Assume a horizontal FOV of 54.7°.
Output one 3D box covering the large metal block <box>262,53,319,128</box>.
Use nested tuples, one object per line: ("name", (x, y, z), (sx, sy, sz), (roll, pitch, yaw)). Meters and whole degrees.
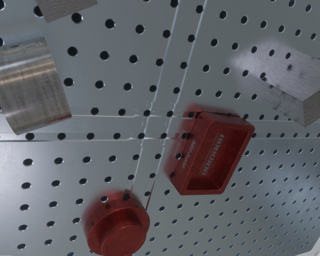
("large metal block", (0.212, -0.058, 0.456), (0.080, 0.080, 0.050), (-32, 129, -8))

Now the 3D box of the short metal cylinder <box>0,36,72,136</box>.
("short metal cylinder", (-0.120, -0.039, 0.286), (0.050, 0.080, 0.079), (-20, 126, -17))

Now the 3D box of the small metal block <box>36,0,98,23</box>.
("small metal block", (-0.092, -0.131, 0.280), (0.050, 0.025, 0.050), (-27, 128, -12))

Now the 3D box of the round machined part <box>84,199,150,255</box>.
("round machined part", (-0.060, 0.158, 0.466), (0.099, 0.042, 0.097), (-14, 124, -21))

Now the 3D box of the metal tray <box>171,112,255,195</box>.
("metal tray", (0.081, 0.043, 0.478), (0.091, 0.030, 0.129), (6, 115, -32))
